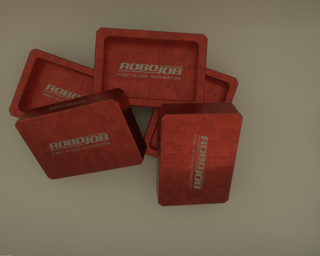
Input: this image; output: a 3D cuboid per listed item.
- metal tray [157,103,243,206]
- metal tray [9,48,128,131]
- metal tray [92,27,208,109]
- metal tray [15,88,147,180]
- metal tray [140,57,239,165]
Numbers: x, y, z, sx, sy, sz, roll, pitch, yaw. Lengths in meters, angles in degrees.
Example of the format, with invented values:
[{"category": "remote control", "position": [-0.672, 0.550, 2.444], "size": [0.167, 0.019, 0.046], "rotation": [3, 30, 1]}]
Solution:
[{"category": "metal tray", "position": [0.043, 0.034, 0.376], "size": [0.091, 0.030, 0.129], "rotation": [-1, 119, -6]}, {"category": "metal tray", "position": [-0.115, -0.038, 0.404], "size": [0.131, 0.030, 0.090], "rotation": [20, 90, -1]}, {"category": "metal tray", "position": [-0.012, -0.069, 0.377], "size": [0.131, 0.030, 0.089], "rotation": [4, 90, -1]}, {"category": "metal tray", "position": [-0.092, 0.011, 0.372], "size": [0.130, 0.030, 0.090], "rotation": [-12, 120, 15]}, {"category": "metal tray", "position": [0.037, -0.016, 0.408], "size": [0.090, 0.030, 0.129], "rotation": [19, 90, -1]}]
